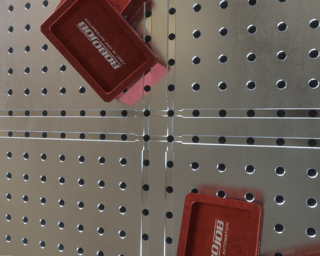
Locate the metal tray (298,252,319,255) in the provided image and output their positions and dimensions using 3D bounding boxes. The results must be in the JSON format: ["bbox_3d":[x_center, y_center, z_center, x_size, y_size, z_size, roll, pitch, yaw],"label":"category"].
[{"bbox_3d":[0.150,0.202,0.357,0.130,0.030,0.090,-21,83,18],"label":"metal tray"}]

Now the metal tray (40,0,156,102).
[{"bbox_3d":[-0.078,-0.110,0.409,0.090,0.030,0.130,-39,100,12],"label":"metal tray"}]

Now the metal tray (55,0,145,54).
[{"bbox_3d":[-0.092,-0.168,0.443,0.090,0.030,0.130,45,104,14],"label":"metal tray"}]

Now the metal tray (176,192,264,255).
[{"bbox_3d":[0.068,0.148,0.363,0.090,0.030,0.130,4,76,26],"label":"metal tray"}]
